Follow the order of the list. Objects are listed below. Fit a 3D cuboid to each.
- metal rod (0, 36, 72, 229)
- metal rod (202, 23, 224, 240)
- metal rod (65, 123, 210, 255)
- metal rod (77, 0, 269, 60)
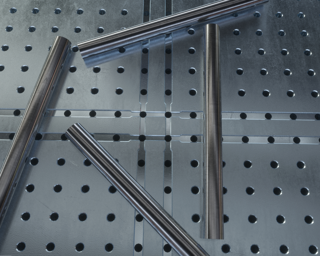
[{"bbox_3d":[-0.176,0.009,0.406,0.025,0.025,0.299,12,70,4],"label":"metal rod"},{"bbox_3d":[0.070,-0.010,0.416,0.025,0.025,0.299,3,70,1],"label":"metal rod"},{"bbox_3d":[-0.009,0.102,0.374,0.300,0.025,0.025,43,75,14],"label":"metal rod"},{"bbox_3d":[0.025,-0.161,0.470,0.302,0.025,0.025,-19,71,-8],"label":"metal rod"}]
